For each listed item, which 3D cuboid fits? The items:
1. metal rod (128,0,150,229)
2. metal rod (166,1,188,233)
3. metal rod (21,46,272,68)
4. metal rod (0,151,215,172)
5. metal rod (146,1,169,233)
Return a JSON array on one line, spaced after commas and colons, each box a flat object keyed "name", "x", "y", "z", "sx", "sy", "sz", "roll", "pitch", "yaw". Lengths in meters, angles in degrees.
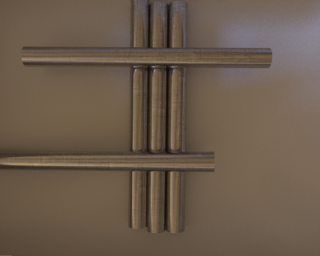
[{"name": "metal rod", "x": -0.028, "y": -0.019, "z": 0.410, "sx": 0.025, "sy": 0.025, "sz": 0.298, "roll": 1, "pitch": 90, "yaw": 0}, {"name": "metal rod", "x": 0.022, "y": -0.014, "z": 0.410, "sx": 0.025, "sy": 0.025, "sz": 0.298, "roll": 1, "pitch": 90, "yaw": 0}, {"name": "metal rod", "x": -0.016, "y": -0.088, "z": 0.385, "sx": 0.302, "sy": 0.025, "sz": 0.025, "roll": 0, "pitch": 90, "yaw": 0}, {"name": "metal rod", "x": -0.084, "y": 0.042, "z": 0.391, "sx": 0.302, "sy": 0.025, "sz": 0.025, "roll": 0, "pitch": 90, "yaw": 7}, {"name": "metal rod", "x": -0.003, "y": -0.014, "z": 0.410, "sx": 0.025, "sy": 0.025, "sz": 0.298, "roll": 1, "pitch": 90, "yaw": 0}]
